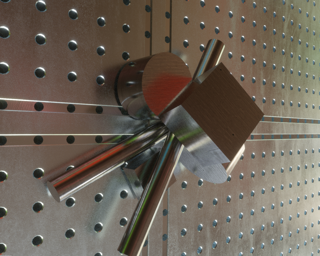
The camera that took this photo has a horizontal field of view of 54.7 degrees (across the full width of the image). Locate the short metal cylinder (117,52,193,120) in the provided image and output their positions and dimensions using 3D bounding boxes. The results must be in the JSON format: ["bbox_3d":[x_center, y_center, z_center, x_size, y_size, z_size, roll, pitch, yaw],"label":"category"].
[{"bbox_3d":[-0.005,-0.050,0.384,0.081,0.050,0.079,0,90,-40],"label":"short metal cylinder"}]

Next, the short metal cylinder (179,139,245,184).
[{"bbox_3d":[0.068,0.031,0.427,0.050,0.080,0.080,-50,120,-27],"label":"short metal cylinder"}]

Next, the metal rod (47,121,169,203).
[{"bbox_3d":[-0.002,0.005,0.403,0.302,0.025,0.025,-29,109,-36],"label":"metal rod"}]

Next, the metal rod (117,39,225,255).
[{"bbox_3d":[0.022,0.011,0.391,0.025,0.025,0.300,38,67,-34],"label":"metal rod"}]

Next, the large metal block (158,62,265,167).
[{"bbox_3d":[0.060,-0.014,0.356,0.080,0.050,0.080,48,61,-10],"label":"large metal block"}]

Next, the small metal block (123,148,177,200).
[{"bbox_3d":[-0.012,0.059,0.395,0.050,0.025,0.050,-35,112,-35],"label":"small metal block"}]
